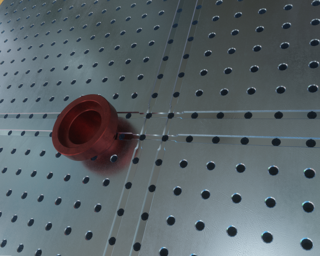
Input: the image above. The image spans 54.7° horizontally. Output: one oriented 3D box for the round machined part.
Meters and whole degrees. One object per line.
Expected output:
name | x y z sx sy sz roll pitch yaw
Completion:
round machined part | -0.103 0.003 0.447 0.098 0.042 0.098 -13 56 20
